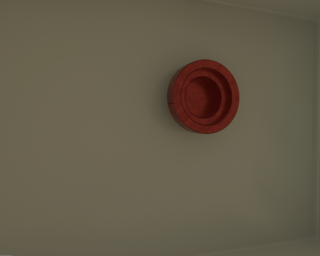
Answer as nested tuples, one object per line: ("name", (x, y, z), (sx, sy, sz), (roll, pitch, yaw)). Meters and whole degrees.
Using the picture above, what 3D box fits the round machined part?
("round machined part", (0.055, -0.041, 0.423), (0.099, 0.042, 0.097), (0, 90, -21))
